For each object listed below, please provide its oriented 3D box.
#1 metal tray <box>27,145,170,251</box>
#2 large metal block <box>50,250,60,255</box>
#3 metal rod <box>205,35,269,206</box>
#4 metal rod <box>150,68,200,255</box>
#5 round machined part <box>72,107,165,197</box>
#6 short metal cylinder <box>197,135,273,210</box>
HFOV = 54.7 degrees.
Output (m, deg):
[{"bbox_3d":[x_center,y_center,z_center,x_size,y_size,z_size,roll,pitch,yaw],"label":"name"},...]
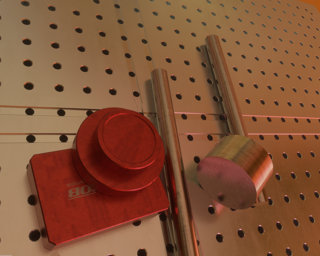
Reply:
[{"bbox_3d":[-0.064,0.064,0.333,0.131,0.030,0.090,-9,66,-32],"label":"metal tray"},{"bbox_3d":[-0.096,0.160,0.244,0.081,0.050,0.080,-35,82,-39],"label":"large metal block"},{"bbox_3d":[0.114,-0.028,0.488,0.025,0.025,0.299,5,59,-26],"label":"metal rod"},{"bbox_3d":[0.018,0.051,0.388,0.025,0.025,0.299,6,59,-26],"label":"metal rod"},{"bbox_3d":[-0.038,0.019,0.327,0.099,0.042,0.098,14,56,-21],"label":"round machined part"},{"bbox_3d":[0.094,0.055,0.392,0.080,0.080,0.050,47,51,4],"label":"short metal cylinder"}]
